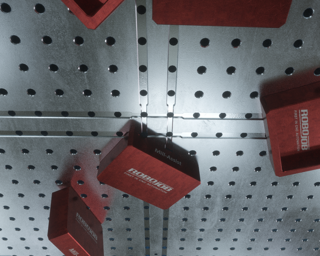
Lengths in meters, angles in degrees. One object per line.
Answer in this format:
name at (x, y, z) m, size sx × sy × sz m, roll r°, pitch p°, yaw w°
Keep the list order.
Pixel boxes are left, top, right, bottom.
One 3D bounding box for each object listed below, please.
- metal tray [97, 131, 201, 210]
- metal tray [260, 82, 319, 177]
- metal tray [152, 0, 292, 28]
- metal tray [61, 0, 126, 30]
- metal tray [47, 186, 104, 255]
metal tray at (-0.016, 0.068, 0.466) m, size 0.131 × 0.030 × 0.090 m, roll 30°, pitch 124°, yaw -23°
metal tray at (0.191, 0.006, 0.414) m, size 0.090 × 0.030 × 0.130 m, roll -15°, pitch 129°, yaw 12°
metal tray at (0.059, -0.143, 0.287) m, size 0.131 × 0.030 × 0.089 m, roll 1°, pitch 130°, yaw -1°
metal tray at (-0.044, -0.154, 0.249) m, size 0.130 × 0.030 × 0.090 m, roll -30°, pitch 114°, yaw 36°
metal tray at (-0.133, 0.170, 0.509) m, size 0.030 × 0.090 × 0.130 m, roll -21°, pitch 128°, yaw 2°
